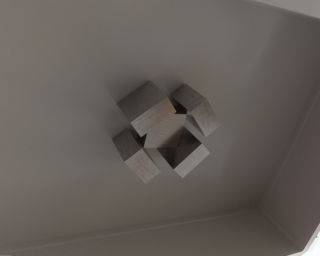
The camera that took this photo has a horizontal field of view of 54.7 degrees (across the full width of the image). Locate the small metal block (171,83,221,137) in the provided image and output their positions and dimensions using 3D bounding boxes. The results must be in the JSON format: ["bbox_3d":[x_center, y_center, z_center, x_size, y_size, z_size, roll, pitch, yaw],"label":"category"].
[{"bbox_3d":[0.046,-0.023,0.400,0.025,0.050,0.050,-39,130,-3],"label":"small metal block"}]

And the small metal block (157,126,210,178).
[{"bbox_3d":[0.031,0.032,0.426,0.050,0.050,0.025,-43,130,0],"label":"small metal block"}]

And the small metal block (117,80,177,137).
[{"bbox_3d":[-0.017,-0.024,0.366,0.050,0.050,0.025,-36,128,-4],"label":"small metal block"}]

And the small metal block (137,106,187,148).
[{"bbox_3d":[0.002,-0.002,0.406,0.050,0.025,0.050,1,118,-29],"label":"small metal block"}]

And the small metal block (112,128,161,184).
[{"bbox_3d":[-0.030,0.035,0.395,0.025,0.050,0.050,-38,129,-2],"label":"small metal block"}]
